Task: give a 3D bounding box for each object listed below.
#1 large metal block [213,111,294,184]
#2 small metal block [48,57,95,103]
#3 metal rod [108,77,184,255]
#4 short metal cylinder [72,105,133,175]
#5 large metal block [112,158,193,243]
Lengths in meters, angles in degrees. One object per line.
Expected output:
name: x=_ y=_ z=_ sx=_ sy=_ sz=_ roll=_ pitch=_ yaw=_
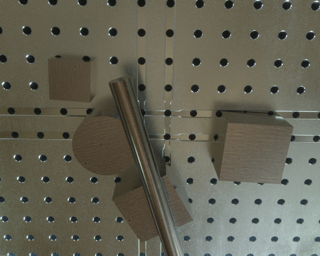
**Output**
large metal block: x=0.119 y=0.025 z=0.411 sx=0.081 sy=0.050 sz=0.079 roll=4 pitch=110 yaw=-2
small metal block: x=-0.110 y=-0.061 z=0.389 sx=0.050 sy=0.025 sz=0.050 roll=4 pitch=110 yaw=-2
metal rod: x=-0.006 y=0.082 z=0.390 sx=0.025 sy=0.025 sz=0.298 roll=-14 pitch=110 yaw=5
short metal cylinder: x=-0.068 y=0.015 z=0.405 sx=0.081 sy=0.050 sz=0.079 roll=0 pitch=110 yaw=-1
large metal block: x=-0.009 y=0.102 z=0.437 sx=0.080 sy=0.050 sz=0.080 roll=-26 pitch=108 yaw=9
